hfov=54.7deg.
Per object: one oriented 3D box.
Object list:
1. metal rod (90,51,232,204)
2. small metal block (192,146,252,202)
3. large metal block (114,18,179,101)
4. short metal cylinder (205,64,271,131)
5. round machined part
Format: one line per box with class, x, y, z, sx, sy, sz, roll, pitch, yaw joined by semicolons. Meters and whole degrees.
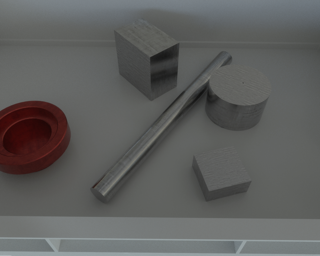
metal rod;0.019;-0.019;0.421;0.025;0.025;0.301;28;55;21
small metal block;0.070;0.053;0.362;0.050;0.025;0.050;-11;51;-10
large metal block;-0.019;-0.100;0.453;0.050;0.080;0.080;-33;58;-25
short metal cylinder;0.105;-0.042;0.426;0.081;0.050;0.080;0;50;0
round machined part;-0.159;0.015;0.379;0.099;0.042;0.098;0;50;0
